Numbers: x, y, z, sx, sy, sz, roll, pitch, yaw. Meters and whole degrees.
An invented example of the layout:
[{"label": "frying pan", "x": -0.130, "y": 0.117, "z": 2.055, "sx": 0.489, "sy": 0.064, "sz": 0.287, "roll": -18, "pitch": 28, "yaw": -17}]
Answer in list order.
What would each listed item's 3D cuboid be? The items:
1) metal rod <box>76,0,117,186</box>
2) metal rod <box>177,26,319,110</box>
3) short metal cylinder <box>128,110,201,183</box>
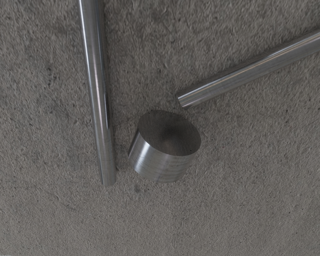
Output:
[{"label": "metal rod", "x": -0.073, "y": -0.035, "z": 0.376, "sx": 0.025, "sy": 0.025, "sz": 0.298, "roll": 1, "pitch": 130, "yaw": -2}, {"label": "metal rod", "x": 0.157, "y": -0.090, "z": 0.332, "sx": 0.300, "sy": 0.025, "sz": 0.025, "roll": -23, "pitch": 126, "yaw": 18}, {"label": "short metal cylinder", "x": 0.005, "y": 0.022, "z": 0.390, "sx": 0.081, "sy": 0.080, "sz": 0.050, "roll": 13, "pitch": 129, "yaw": -11}]
